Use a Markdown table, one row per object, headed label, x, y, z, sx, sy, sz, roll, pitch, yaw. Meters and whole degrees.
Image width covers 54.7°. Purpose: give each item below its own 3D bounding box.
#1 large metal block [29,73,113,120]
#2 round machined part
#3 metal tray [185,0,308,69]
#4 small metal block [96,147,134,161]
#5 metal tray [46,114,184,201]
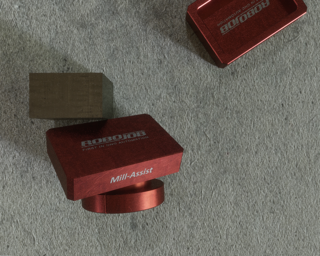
| label | x | y | z | sx | sy | sz | roll | pitch | yaw |
| --- | --- | --- | --- | --- | --- | --- | --- | --- | --- |
| large metal block | -0.104 | -0.036 | 0.381 | 0.081 | 0.080 | 0.050 | 0 | 90 | 0 |
| round machined part | -0.044 | 0.068 | 0.373 | 0.099 | 0.098 | 0.042 | -3 | 91 | 0 |
| metal tray | 0.111 | -0.151 | 0.408 | 0.130 | 0.030 | 0.090 | -34 | 90 | 0 |
| small metal block | -0.054 | 0.030 | 0.395 | 0.050 | 0.050 | 0.025 | -6 | 100 | 0 |
| metal tray | -0.051 | 0.026 | 0.351 | 0.131 | 0.090 | 0.030 | -11 | 126 | -29 |
